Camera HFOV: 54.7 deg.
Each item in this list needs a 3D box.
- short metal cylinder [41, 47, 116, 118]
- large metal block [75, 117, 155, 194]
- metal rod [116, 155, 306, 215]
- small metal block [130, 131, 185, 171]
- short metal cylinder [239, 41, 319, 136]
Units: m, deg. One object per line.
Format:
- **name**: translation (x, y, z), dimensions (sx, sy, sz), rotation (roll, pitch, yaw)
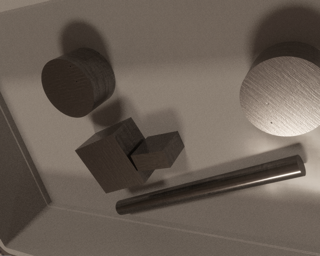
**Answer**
- **short metal cylinder**: translation (-0.107, -0.060, 0.410), dimensions (0.080, 0.050, 0.079), rotation (13, 124, 20)
- **large metal block**: translation (-0.060, 0.041, 0.448), dimensions (0.080, 0.050, 0.080), rotation (-22, 107, 36)
- **metal rod**: translation (0.047, 0.088, 0.437), dimensions (0.299, 0.025, 0.025), rotation (-22, 107, 36)
- **small metal block**: translation (-0.002, 0.031, 0.411), dimensions (0.050, 0.050, 0.025), rotation (-12, 113, 33)
- **short metal cylinder**: translation (0.124, -0.039, 0.303), dimensions (0.080, 0.050, 0.079), rotation (13, 124, 20)
